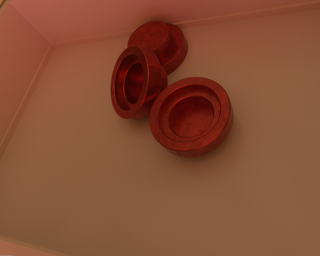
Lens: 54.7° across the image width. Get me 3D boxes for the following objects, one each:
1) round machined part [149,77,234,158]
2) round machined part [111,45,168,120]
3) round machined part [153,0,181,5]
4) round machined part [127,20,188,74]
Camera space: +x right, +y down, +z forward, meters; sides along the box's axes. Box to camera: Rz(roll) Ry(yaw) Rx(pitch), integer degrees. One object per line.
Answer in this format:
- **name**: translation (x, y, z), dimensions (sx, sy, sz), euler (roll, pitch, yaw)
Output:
- **round machined part**: translation (0.040, -0.010, 0.376), dimensions (0.098, 0.042, 0.098), euler (-10, 61, 19)
- **round machined part**: translation (-0.026, -0.060, 0.424), dimensions (0.098, 0.042, 0.097), euler (-7, 81, 53)
- **round machined part**: translation (0.021, -0.271, 0.551), dimensions (0.098, 0.042, 0.098), euler (-13, 56, 20)
- **round machined part**: translation (-0.010, -0.125, 0.476), dimensions (0.098, 0.042, 0.098), euler (-13, 56, 20)
